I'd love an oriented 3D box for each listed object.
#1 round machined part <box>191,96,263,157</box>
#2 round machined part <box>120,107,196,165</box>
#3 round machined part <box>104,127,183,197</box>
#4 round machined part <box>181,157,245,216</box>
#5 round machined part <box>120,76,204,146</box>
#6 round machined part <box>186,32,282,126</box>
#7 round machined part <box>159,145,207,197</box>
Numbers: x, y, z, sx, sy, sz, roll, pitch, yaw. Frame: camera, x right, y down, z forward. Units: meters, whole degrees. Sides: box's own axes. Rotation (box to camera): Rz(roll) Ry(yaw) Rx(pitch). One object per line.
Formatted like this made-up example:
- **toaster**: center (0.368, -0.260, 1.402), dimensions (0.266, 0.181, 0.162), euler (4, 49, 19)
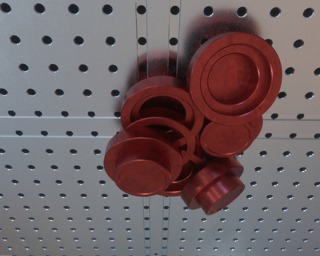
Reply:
- **round machined part**: center (0.083, 0.000, 0.401), dimensions (0.099, 0.042, 0.097), euler (0, 130, 0)
- **round machined part**: center (-0.004, 0.011, 0.409), dimensions (0.099, 0.042, 0.097), euler (0, 130, 0)
- **round machined part**: center (-0.021, 0.049, 0.386), dimensions (0.099, 0.042, 0.097), euler (0, 130, 0)
- **round machined part**: center (0.082, 0.087, 0.443), dimensions (0.099, 0.042, 0.098), euler (-27, 150, -17)
- **round machined part**: center (0.003, -0.023, 0.381), dimensions (0.099, 0.042, 0.097), euler (0, 130, 0)
- **round machined part**: center (0.077, -0.054, 0.340), dimensions (0.099, 0.042, 0.097), euler (-2, 109, -6)
- **round machined part**: center (0.017, 0.052, 0.444), dimensions (0.099, 0.042, 0.097), euler (0, 130, 0)
